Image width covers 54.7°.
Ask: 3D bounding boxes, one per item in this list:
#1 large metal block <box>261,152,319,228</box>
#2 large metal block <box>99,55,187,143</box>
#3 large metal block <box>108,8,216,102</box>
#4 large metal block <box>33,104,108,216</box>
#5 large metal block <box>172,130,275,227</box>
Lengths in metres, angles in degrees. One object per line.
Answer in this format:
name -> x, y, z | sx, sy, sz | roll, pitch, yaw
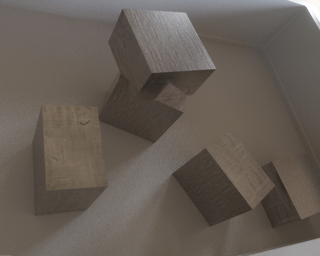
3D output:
large metal block -> 0.186, 0.087, 0.440 | 0.081, 0.050, 0.080 | -7, 65, -32
large metal block -> -0.022, -0.033, 0.381 | 0.080, 0.080, 0.050 | 23, 53, -15
large metal block -> 0.000, -0.079, 0.337 | 0.081, 0.050, 0.080 | -10, 67, -33
large metal block -> -0.092, 0.033, 0.302 | 0.050, 0.080, 0.080 | 1, 61, -28
large metal block -> 0.073, 0.062, 0.374 | 0.050, 0.080, 0.080 | -29, 78, -38
